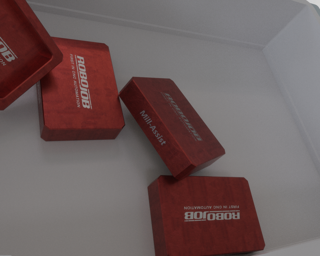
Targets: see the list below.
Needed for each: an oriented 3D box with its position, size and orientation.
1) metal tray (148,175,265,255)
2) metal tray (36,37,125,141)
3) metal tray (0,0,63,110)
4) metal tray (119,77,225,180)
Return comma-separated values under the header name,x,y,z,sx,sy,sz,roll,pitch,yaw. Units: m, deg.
name,x,y,z,sx,sy,sz,roll,pitch,yaw
metal tray,0.055,0.105,0.368,0.131,0.030,0.090,6,59,-25
metal tray,-0.100,-0.049,0.378,0.091,0.030,0.130,0,62,-29
metal tray,-0.164,-0.091,0.289,0.030,0.130,0.090,26,65,39
metal tray,0.017,-0.006,0.390,0.091,0.030,0.130,-11,61,-55
